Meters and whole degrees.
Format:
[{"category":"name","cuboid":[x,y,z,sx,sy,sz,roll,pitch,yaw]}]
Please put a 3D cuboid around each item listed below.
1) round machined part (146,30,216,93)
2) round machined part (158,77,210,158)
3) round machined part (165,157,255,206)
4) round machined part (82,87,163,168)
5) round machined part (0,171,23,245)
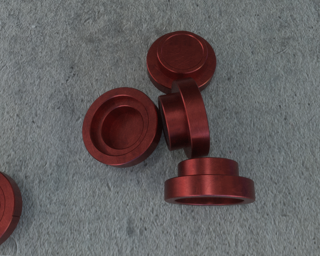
[{"category":"round machined part","cuboid":[0.030,-0.096,0.434,0.099,0.042,0.098,0,70,0]},{"category":"round machined part","cuboid":[0.025,-0.009,0.373,0.042,0.098,0.098,-12,71,-5]},{"category":"round machined part","cuboid":[0.054,0.061,0.347,0.099,0.098,0.042,1,70,0]},{"category":"round machined part","cuboid":[-0.043,0.002,0.388,0.098,0.042,0.098,-5,72,17]},{"category":"round machined part","cuboid":[-0.210,0.097,0.362,0.099,0.042,0.098,0,70,0]}]
